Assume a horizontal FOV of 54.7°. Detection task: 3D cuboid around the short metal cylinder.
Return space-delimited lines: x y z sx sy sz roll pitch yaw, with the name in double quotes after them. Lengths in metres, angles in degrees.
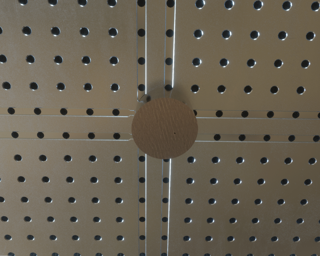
0.006 -0.007 0.398 0.081 0.050 0.079 0 110 -1 "short metal cylinder"
